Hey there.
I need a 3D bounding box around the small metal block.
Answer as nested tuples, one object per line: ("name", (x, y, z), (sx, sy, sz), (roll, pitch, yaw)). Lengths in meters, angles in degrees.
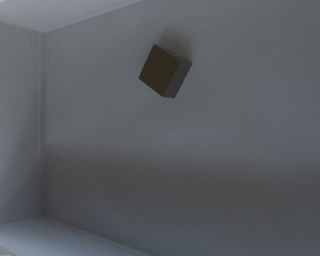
("small metal block", (0.006, -0.073, 0.400), (0.050, 0.025, 0.050), (41, 114, 32))
